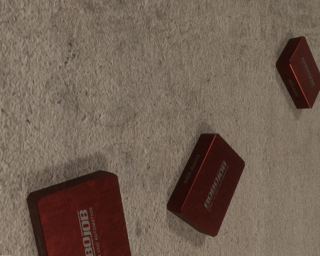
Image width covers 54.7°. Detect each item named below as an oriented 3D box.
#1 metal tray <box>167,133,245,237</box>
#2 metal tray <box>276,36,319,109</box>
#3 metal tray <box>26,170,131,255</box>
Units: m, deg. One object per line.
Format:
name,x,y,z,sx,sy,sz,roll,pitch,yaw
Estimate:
metal tray,0.074,0.084,0.466,0.090,0.030,0.130,43,64,-32
metal tray,0.298,-0.115,0.655,0.130,0.030,0.090,50,60,-28
metal tray,-0.082,0.121,0.335,0.091,0.030,0.129,-15,100,-39
